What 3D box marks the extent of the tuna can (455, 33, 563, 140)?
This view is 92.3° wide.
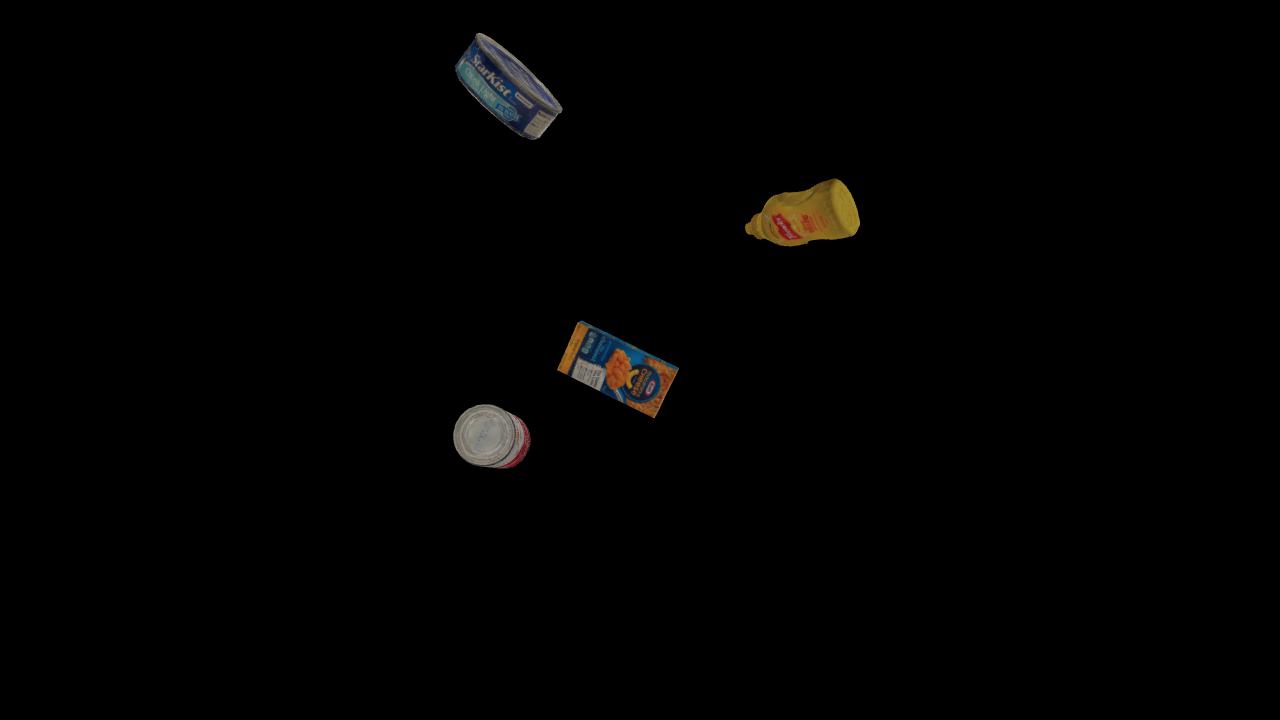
[{"bbox_3d":[-0.105,-0.218,0.495,0.034,0.084,0.084,-44,-17,19],"label":"tuna can"}]

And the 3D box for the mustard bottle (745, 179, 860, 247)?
[{"bbox_3d":[0.239,-0.219,0.955,0.184,0.054,0.092,-1,-38,49],"label":"mustard bottle"}]

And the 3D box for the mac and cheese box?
[{"bbox_3d":[-0.037,0.015,1.031,0.184,0.093,0.041,26,9,3],"label":"mac and cheese box"}]

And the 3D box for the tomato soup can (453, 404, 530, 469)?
[{"bbox_3d":[-0.163,0.087,0.690,0.068,0.068,0.101,0,-11,-2],"label":"tomato soup can"}]
